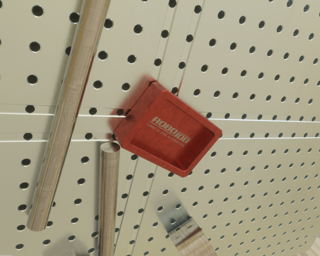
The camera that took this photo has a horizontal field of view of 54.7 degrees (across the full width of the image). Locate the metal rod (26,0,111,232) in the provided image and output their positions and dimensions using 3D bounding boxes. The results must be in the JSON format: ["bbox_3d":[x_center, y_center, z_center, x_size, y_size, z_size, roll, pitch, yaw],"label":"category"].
[{"bbox_3d":[-0.108,-0.005,0.349,0.025,0.025,0.298,8,114,-32],"label":"metal rod"}]

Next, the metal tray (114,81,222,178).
[{"bbox_3d":[0.015,0.007,0.422,0.130,0.030,0.090,32,101,-39],"label":"metal tray"}]

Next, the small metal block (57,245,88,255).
[{"bbox_3d":[-0.136,0.212,0.469,0.050,0.025,0.050,-35,129,-6],"label":"small metal block"}]

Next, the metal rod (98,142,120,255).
[{"bbox_3d":[-0.080,0.154,0.464,0.025,0.025,0.298,-7,122,-25],"label":"metal rod"}]

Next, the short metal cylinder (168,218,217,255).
[{"bbox_3d":[0.056,0.204,0.535,0.050,0.080,0.080,-31,129,-9],"label":"short metal cylinder"}]
